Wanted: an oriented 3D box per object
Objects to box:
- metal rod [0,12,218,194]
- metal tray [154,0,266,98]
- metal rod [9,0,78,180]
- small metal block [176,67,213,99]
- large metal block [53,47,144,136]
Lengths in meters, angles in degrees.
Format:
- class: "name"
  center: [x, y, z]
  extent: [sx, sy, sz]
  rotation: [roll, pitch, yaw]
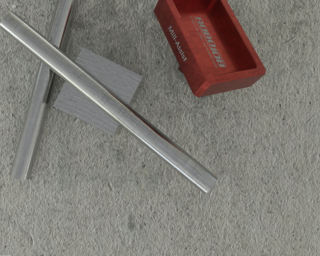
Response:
- class: "metal rod"
  center: [-0.058, -0.028, 0.359]
  extent: [0.300, 0.025, 0.025]
  rotation: [39, 90, -1]
- class: "metal tray"
  center: [0.058, -0.106, 0.371]
  extent: [0.091, 0.030, 0.130]
  rotation: [-14, 72, -28]
- class: "metal rod"
  center: [-0.146, -0.080, 0.407]
  extent: [0.025, 0.025, 0.298]
  rotation: [15, 90, -1]
- class: "small metal block"
  center: [0.048, -0.065, 0.398]
  extent: [0.050, 0.050, 0.025]
  rotation: [40, 90, -1]
- class: "large metal block"
  center: [-0.075, -0.044, 0.397]
  extent: [0.080, 0.050, 0.080]
  rotation: [26, 90, -1]
